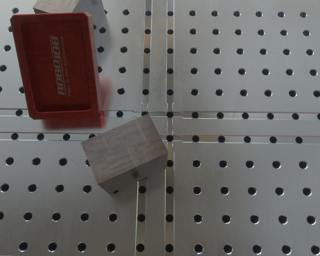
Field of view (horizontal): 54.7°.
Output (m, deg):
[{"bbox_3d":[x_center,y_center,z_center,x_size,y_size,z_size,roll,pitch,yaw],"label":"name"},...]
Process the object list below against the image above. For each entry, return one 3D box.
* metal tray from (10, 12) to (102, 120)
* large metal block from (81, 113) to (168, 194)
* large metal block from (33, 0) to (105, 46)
[{"bbox_3d":[-0.127,-0.078,0.395,0.091,0.030,0.129,-3,111,-1],"label":"metal tray"},{"bbox_3d":[-0.038,0.034,0.370,0.080,0.080,0.050,-24,72,-8],"label":"large metal block"},{"bbox_3d":[-0.124,-0.167,0.442,0.050,0.080,0.080,20,71,7],"label":"large metal block"}]
